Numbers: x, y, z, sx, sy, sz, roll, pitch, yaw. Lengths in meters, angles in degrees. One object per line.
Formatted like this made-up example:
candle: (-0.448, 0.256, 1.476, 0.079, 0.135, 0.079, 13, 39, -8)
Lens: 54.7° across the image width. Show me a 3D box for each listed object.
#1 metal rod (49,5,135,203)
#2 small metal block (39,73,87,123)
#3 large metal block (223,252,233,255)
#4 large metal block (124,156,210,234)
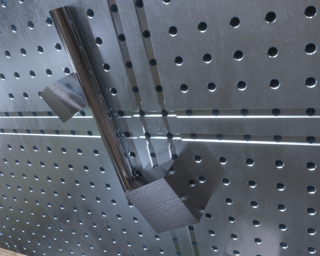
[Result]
metal rod: (-0.083, -0.018, 0.442, 0.025, 0.025, 0.298, -4, 117, 30)
small metal block: (-0.129, -0.043, 0.435, 0.025, 0.050, 0.050, -32, 101, 38)
large metal block: (0.122, 0.250, 0.465, 0.080, 0.080, 0.050, 17, 125, 18)
large metal block: (0.011, 0.099, 0.449, 0.080, 0.050, 0.080, -29, 103, 37)
